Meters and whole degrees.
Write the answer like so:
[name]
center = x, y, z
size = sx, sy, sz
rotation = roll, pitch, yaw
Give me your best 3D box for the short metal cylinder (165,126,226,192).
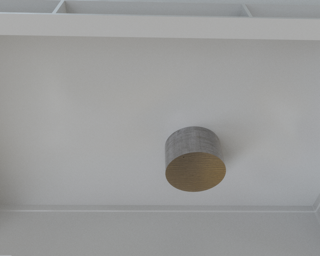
[short metal cylinder]
center = 0.047, 0.044, 0.431
size = 0.081, 0.050, 0.079
rotation = 0, 130, 0
